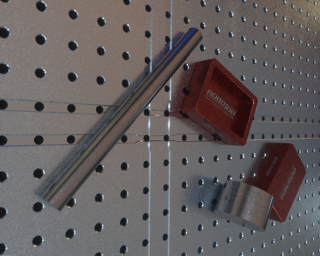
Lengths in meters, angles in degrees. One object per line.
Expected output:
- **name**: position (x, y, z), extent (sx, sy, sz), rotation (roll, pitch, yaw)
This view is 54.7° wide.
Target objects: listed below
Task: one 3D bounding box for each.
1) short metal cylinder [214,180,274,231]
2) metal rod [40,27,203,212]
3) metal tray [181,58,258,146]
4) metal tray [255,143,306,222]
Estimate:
- **short metal cylinder**: position (0.130, 0.122, 0.483), extent (0.080, 0.080, 0.050), rotation (37, 67, -34)
- **metal rod**: position (-0.030, -0.029, 0.383), extent (0.301, 0.025, 0.025), rotation (-53, 121, -27)
- **metal tray**: position (0.098, -0.037, 0.488), extent (0.130, 0.030, 0.090), rotation (32, 70, -36)
- **metal tray**: position (0.236, 0.104, 0.604), extent (0.130, 0.030, 0.090), rotation (-52, 121, -27)
